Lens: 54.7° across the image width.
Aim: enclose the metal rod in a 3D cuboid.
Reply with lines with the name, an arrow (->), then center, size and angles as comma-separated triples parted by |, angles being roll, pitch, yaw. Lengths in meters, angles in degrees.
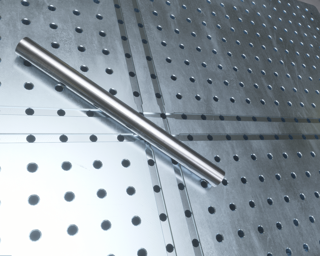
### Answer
metal rod -> -0.045, -0.017, 0.395 | 0.301, 0.025, 0.025 | 34, 51, -6
